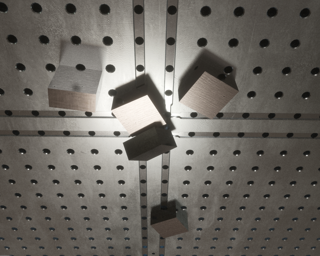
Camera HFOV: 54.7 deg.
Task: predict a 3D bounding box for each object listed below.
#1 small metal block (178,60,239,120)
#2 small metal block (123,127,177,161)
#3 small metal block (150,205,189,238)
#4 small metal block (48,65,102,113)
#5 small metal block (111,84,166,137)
[{"bbox_3d":[0.057,-0.045,0.375,0.050,0.025,0.050,26,125,-21],"label":"small metal block"},{"bbox_3d":[-0.012,0.023,0.414,0.050,0.025,0.050,-27,163,21],"label":"small metal block"},{"bbox_3d":[0.017,0.169,0.556,0.050,0.025,0.050,-22,127,17],"label":"small metal block"},{"bbox_3d":[-0.095,-0.046,0.355,0.050,0.050,0.025,7,130,-7],"label":"small metal block"},{"bbox_3d":[-0.026,-0.021,0.393,0.050,0.025,0.050,-22,127,17],"label":"small metal block"}]
